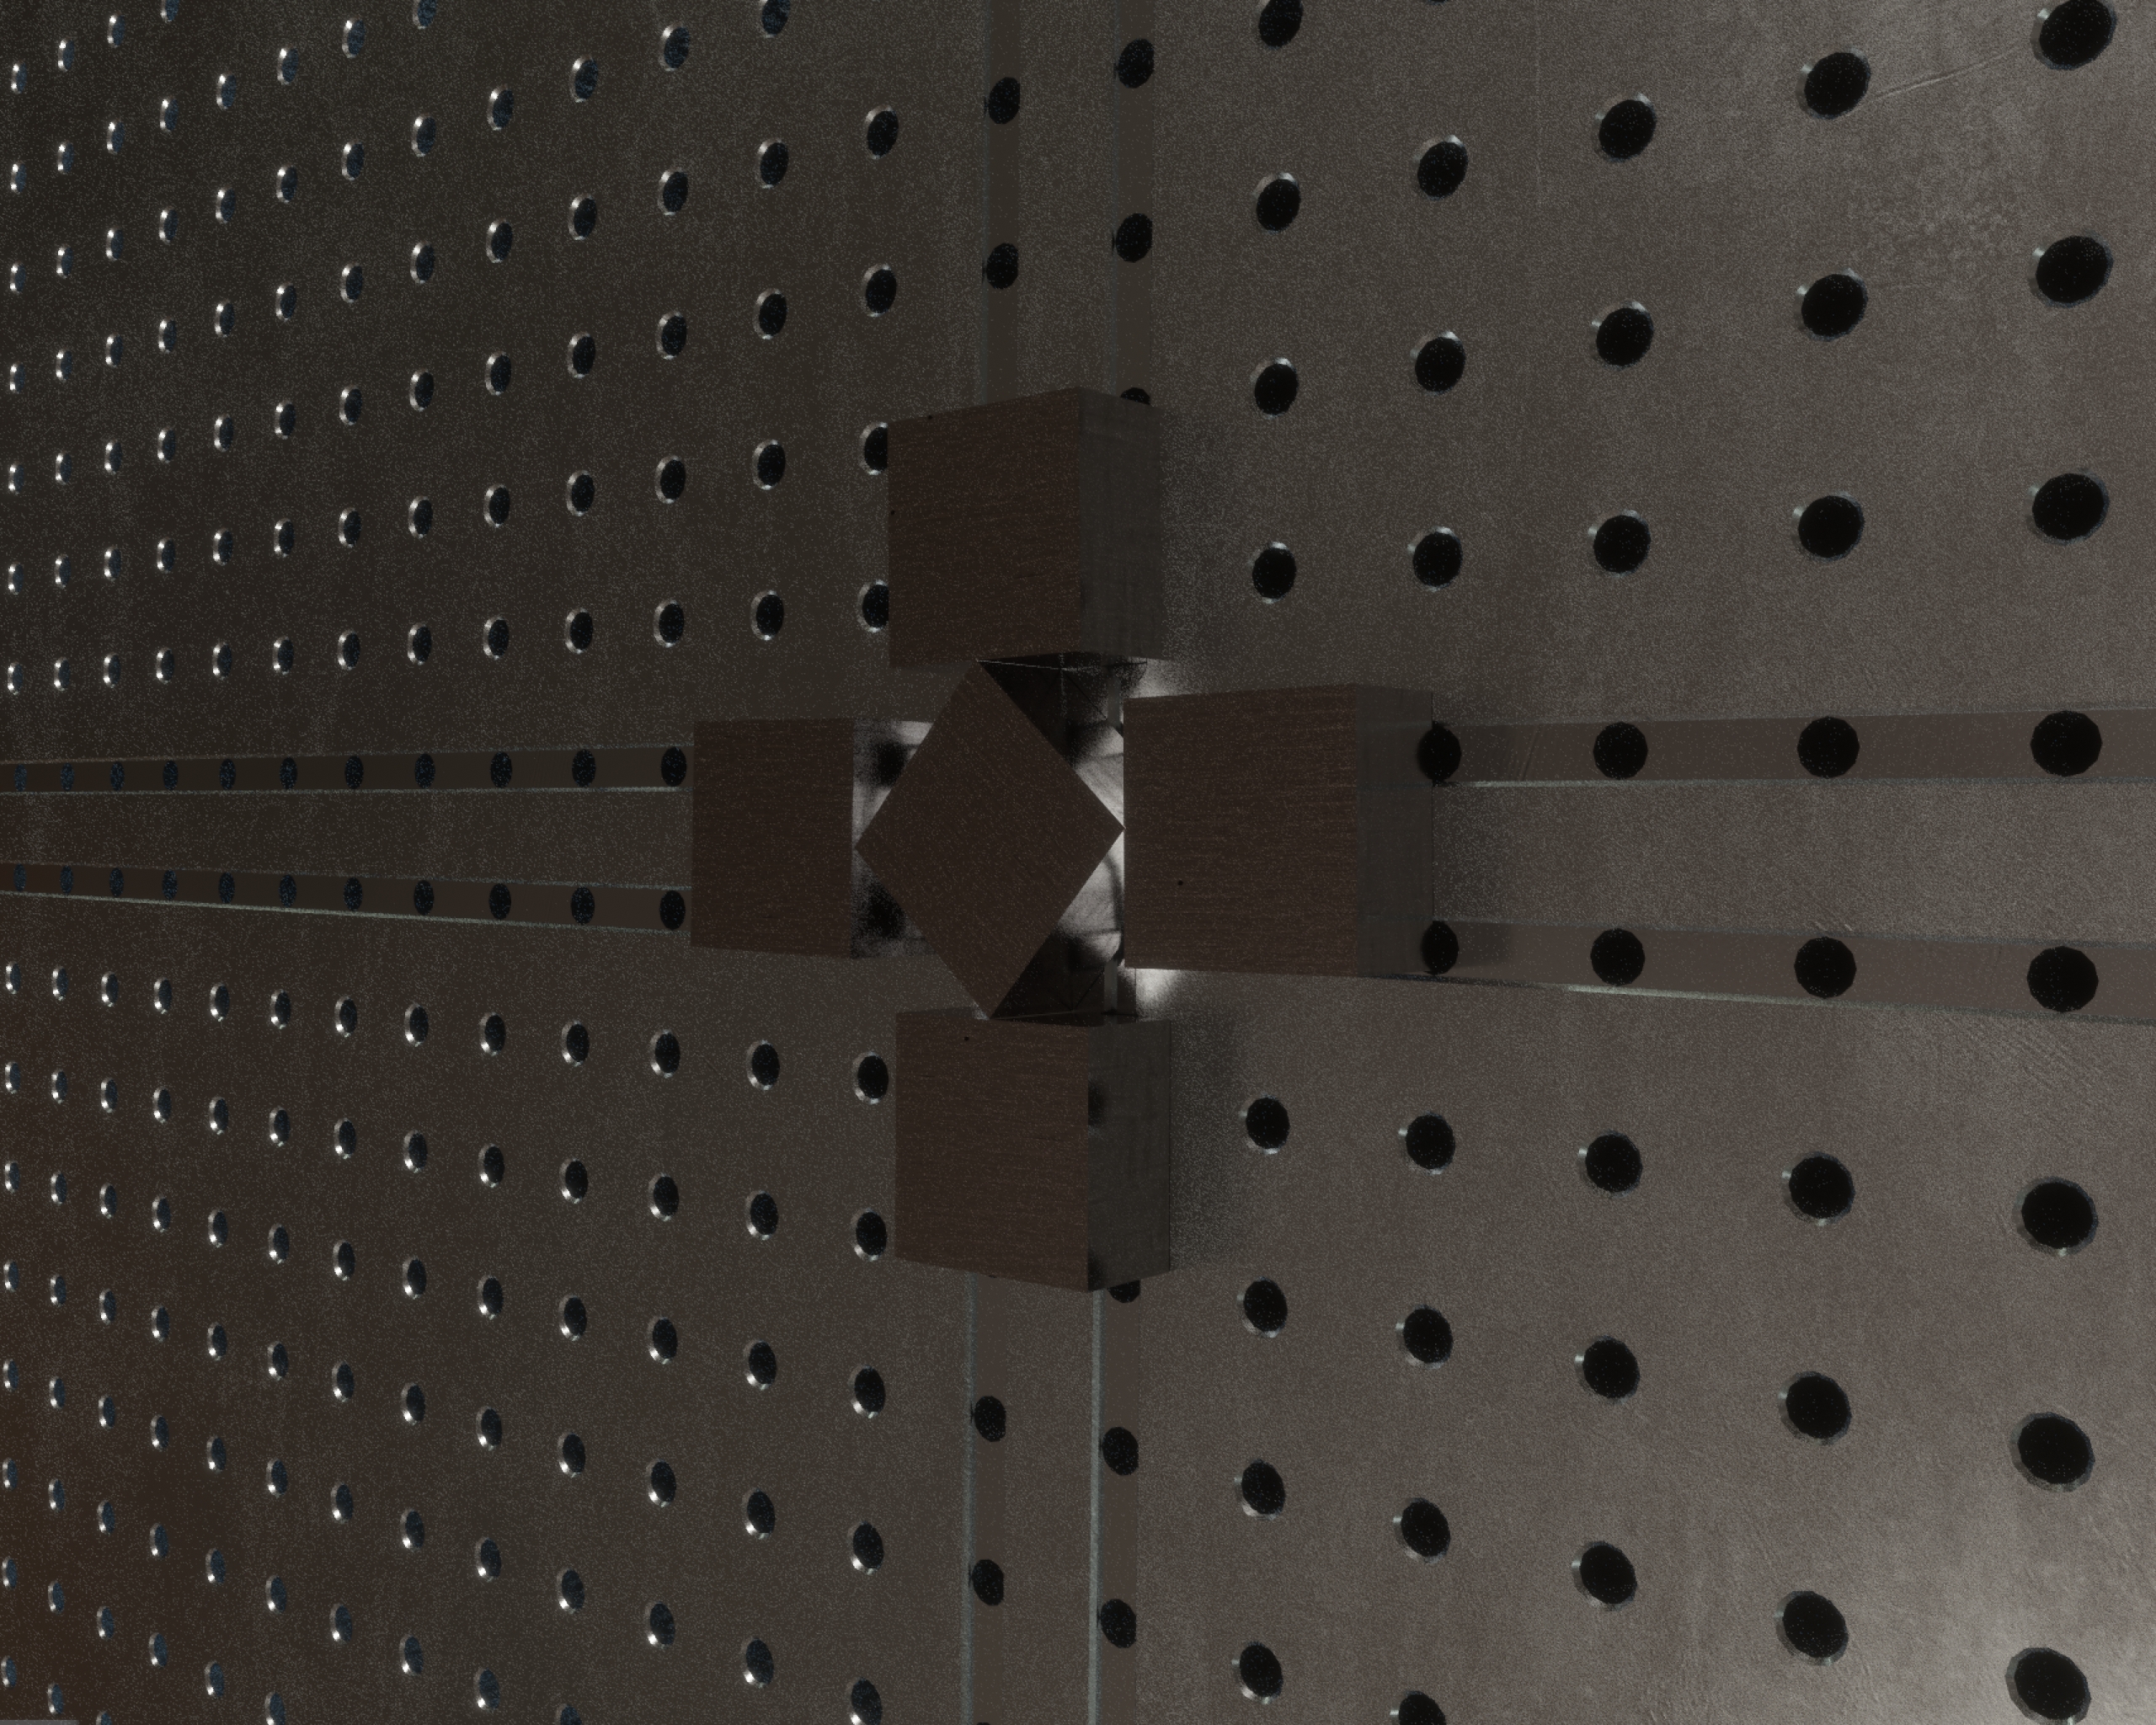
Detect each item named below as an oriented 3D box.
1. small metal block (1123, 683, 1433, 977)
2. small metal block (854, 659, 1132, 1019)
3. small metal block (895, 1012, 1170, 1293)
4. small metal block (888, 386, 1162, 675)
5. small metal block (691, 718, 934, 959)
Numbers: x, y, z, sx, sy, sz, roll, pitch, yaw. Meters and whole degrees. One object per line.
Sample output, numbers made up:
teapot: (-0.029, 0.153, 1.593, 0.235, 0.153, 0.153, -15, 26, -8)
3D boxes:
small metal block: (0.036, -0.005, 0.378, 0.050, 0.025, 0.050, 0, 90, 39)
small metal block: (-0.011, -0.005, 0.416, 0.050, 0.025, 0.050, 50, 119, 28)
small metal block: (-0.009, 0.055, 0.415, 0.050, 0.025, 0.050, 1, 90, 39)
small metal block: (-0.011, -0.064, 0.416, 0.050, 0.025, 0.050, -1, 90, 39)
small metal block: (-0.058, -0.006, 0.454, 0.050, 0.025, 0.050, 2, 91, 39)
